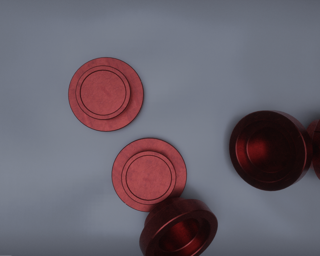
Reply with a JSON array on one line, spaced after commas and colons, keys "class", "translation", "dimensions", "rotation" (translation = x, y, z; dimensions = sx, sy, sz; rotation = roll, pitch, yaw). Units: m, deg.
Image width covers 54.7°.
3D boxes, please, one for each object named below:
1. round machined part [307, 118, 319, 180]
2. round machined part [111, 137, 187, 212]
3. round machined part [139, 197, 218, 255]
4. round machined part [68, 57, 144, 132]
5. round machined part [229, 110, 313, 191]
[{"class": "round machined part", "translation": [0.219, 0.023, 0.391], "dimensions": [0.099, 0.042, 0.097], "rotation": [-3, 95, -33]}, {"class": "round machined part", "translation": [-0.014, 0.062, 0.403], "dimensions": [0.099, 0.042, 0.097], "rotation": [0, 90, -1]}, {"class": "round machined part", "translation": [0.019, 0.126, 0.387], "dimensions": [0.099, 0.042, 0.097], "rotation": [-14, 125, -21]}, {"class": "round machined part", "translation": [-0.070, -0.044, 0.402], "dimensions": [0.099, 0.042, 0.097], "rotation": [0, 90, -1]}, {"class": "round machined part", "translation": [0.140, 0.026, 0.388], "dimensions": [0.042, 0.098, 0.097], "rotation": [-5, 97, -45]}]
